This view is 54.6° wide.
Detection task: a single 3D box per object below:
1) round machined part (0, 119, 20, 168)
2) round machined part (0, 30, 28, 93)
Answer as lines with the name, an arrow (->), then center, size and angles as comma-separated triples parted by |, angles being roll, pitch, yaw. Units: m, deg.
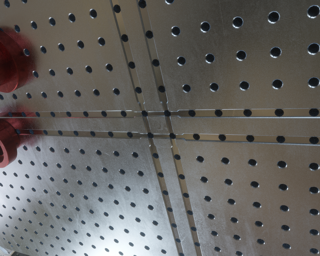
round machined part -> -0.302, 0.022, 0.575 | 0.098, 0.042, 0.097 | 13, 124, 21
round machined part -> -0.257, -0.099, 0.476 | 0.098, 0.042, 0.097 | 13, 124, 21
